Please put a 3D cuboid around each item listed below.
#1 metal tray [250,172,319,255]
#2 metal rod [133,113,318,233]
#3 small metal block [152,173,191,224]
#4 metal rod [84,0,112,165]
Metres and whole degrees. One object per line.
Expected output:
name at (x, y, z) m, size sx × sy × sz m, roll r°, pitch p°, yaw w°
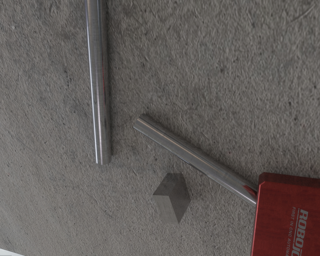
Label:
metal tray at (0.158, 0.122, 0.364) m, size 0.090 × 0.030 × 0.129 m, roll 5°, pitch 105°, yaw 15°
metal rod at (0.097, 0.071, 0.399) m, size 0.301 × 0.025 × 0.025 m, roll 33°, pitch 129°, yaw 6°
small metal block at (0.018, 0.100, 0.443) m, size 0.025 × 0.050 × 0.050 m, roll -4°, pitch 116°, yaw 30°
metal rod at (-0.080, -0.075, 0.402) m, size 0.025 × 0.025 × 0.298 m, roll 17°, pitch 125°, yaw 19°
